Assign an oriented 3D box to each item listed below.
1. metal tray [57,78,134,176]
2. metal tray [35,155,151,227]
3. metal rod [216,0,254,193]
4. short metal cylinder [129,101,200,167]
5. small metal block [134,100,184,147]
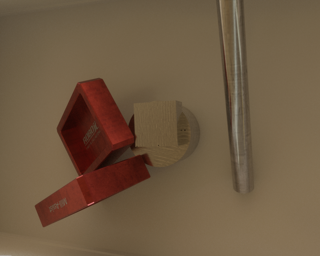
[{"bbox_3d":[-0.089,0.008,0.399,0.090,0.030,0.129,61,142,11],"label":"metal tray"},{"bbox_3d":[-0.084,0.078,0.379,0.130,0.091,0.030,-33,79,43],"label":"metal tray"},{"bbox_3d":[0.076,-0.062,0.317,0.025,0.025,0.298,-2,115,20],"label":"metal rod"},{"bbox_3d":[0.006,0.007,0.394,0.080,0.050,0.079,0,90,19],"label":"short metal cylinder"},{"bbox_3d":[-0.001,-0.004,0.357,0.050,0.025,0.050,-3,89,19],"label":"small metal block"}]
